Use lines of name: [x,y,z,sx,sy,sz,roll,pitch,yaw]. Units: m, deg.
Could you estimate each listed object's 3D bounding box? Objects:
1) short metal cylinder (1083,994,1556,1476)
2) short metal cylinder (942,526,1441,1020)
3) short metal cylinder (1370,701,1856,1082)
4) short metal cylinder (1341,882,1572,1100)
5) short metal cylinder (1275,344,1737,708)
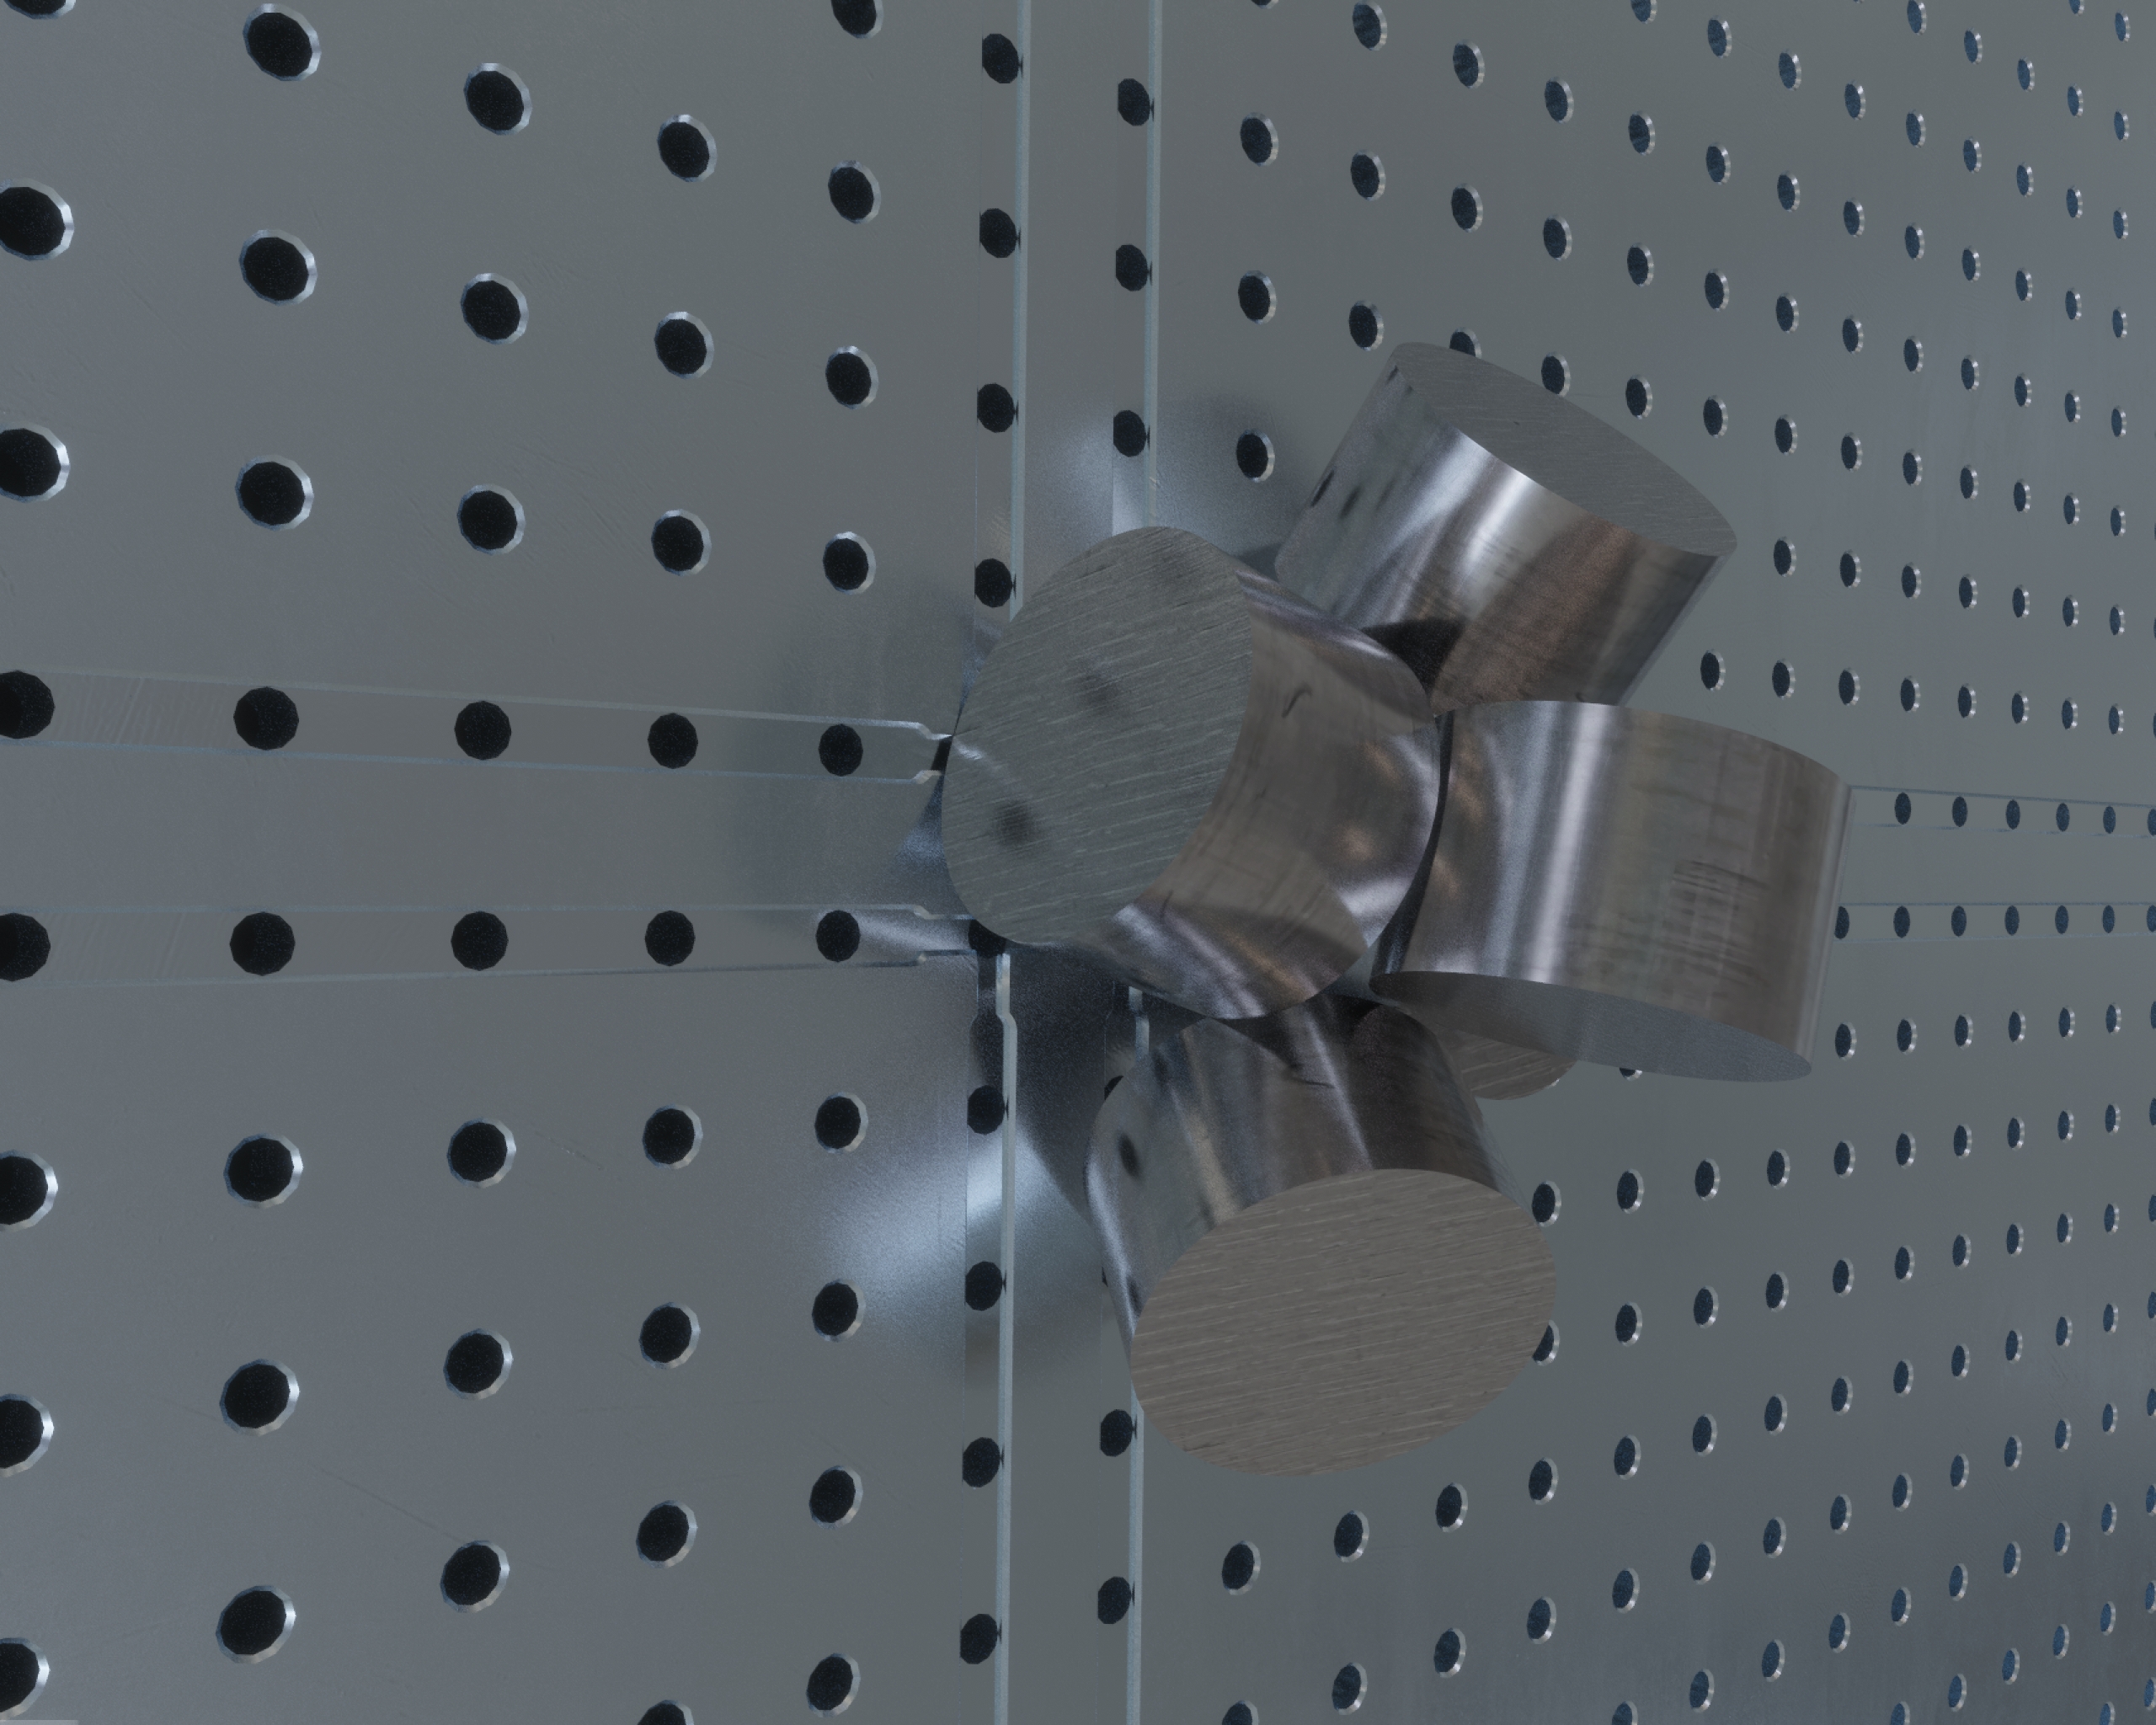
short metal cylinder: [0.045,0.072,0.403,0.081,0.050,0.079,-6,125,-8]
short metal cylinder: [0.020,-0.016,0.389,0.050,0.080,0.080,24,75,-38]
short metal cylinder: [0.099,0.007,0.390,0.080,0.080,0.050,22,76,-38]
short metal cylinder: [0.074,0.010,0.453,0.081,0.050,0.080,1,88,-39]
short metal cylinder: [0.089,-0.066,0.438,0.081,0.080,0.050,3,128,-40]
